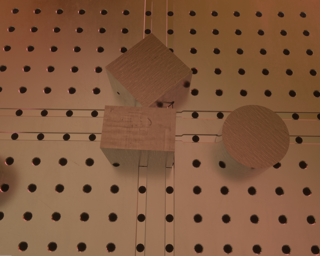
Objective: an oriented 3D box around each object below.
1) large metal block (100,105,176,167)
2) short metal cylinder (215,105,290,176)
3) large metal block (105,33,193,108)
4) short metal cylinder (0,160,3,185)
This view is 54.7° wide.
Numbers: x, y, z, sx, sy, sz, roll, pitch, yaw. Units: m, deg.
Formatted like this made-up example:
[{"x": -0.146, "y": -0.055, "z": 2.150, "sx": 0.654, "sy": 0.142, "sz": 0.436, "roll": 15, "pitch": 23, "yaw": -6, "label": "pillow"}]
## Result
[{"x": -0.023, "y": 0.013, "z": 0.377, "sx": 0.080, "sy": 0.080, "sz": 0.050, "roll": 3, "pitch": 70, "yaw": 1, "label": "large metal block"}, {"x": 0.114, "y": 0.017, "z": 0.393, "sx": 0.081, "sy": 0.050, "sz": 0.080, "roll": 0, "pitch": 70, "yaw": 0, "label": "short metal cylinder"}, {"x": -0.014, "y": -0.067, "z": 0.423, "sx": 0.080, "sy": 0.050, "sz": 0.080, "roll": -40, "pitch": 75, "yaw": -13, "label": "large metal block"}, {"x": -0.244, "y": 0.055, "z": 0.377, "sx": 0.081, "sy": 0.050, "sz": 0.080, "roll": 0, "pitch": 70, "yaw": 0, "label": "short metal cylinder"}]
